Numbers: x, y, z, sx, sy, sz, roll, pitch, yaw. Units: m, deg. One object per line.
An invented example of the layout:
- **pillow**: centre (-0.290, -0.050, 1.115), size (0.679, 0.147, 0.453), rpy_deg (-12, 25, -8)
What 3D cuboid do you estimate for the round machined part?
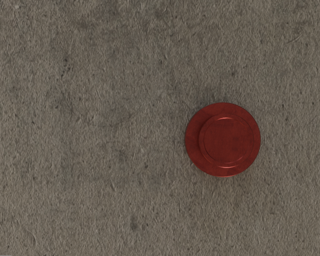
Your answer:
- **round machined part**: centre (0.082, 0.015, 0.402), size (0.099, 0.042, 0.097), rpy_deg (0, 90, 0)
